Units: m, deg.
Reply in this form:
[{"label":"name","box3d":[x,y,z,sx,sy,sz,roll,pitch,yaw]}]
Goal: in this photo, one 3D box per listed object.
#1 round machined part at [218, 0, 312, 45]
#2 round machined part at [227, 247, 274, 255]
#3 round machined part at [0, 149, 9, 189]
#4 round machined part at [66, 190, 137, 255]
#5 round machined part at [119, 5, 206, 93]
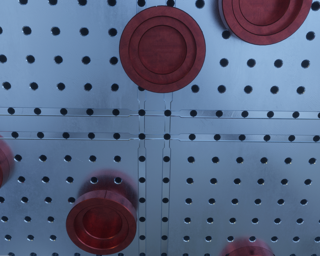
[{"label":"round machined part","box3d":[0.116,-0.146,0.352,0.099,0.042,0.097,0,110,-1]},{"label":"round machined part","box3d":[0.148,0.243,0.496,0.099,0.042,0.097,0,110,-1]},{"label":"round machined part","box3d":[-0.266,0.060,0.423,0.099,0.042,0.097,0,110,-1]},{"label":"round machined part","box3d":[-0.082,0.132,0.452,0.099,0.042,0.097,0,110,-1]},{"label":"round machined part","box3d":[0.003,-0.094,0.370,0.099,0.042,0.097,0,110,-1]}]
